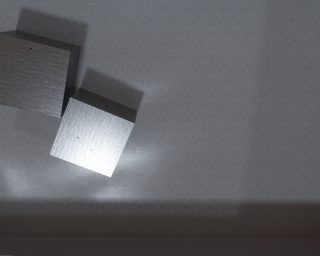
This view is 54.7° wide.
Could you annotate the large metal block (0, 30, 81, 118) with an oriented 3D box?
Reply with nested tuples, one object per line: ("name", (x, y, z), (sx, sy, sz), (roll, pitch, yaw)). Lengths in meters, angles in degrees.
("large metal block", (-0.147, -0.066, 0.372), (0.081, 0.050, 0.079), (13, 110, -5))

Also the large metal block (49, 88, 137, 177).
("large metal block", (-0.083, 0.005, 0.399), (0.080, 0.050, 0.079), (22, 108, -9))
